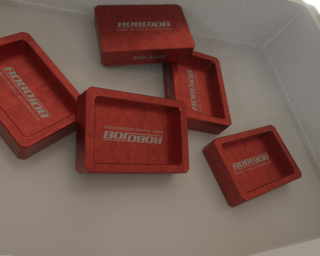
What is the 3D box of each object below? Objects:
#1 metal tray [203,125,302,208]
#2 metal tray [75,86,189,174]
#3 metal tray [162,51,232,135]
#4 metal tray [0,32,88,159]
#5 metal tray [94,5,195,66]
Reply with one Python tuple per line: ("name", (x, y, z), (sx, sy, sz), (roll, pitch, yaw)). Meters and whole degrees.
("metal tray", (0.135, 0.050, 0.446), (0.131, 0.030, 0.090), (-11, 68, -33))
("metal tray", (-0.028, 0.008, 0.358), (0.131, 0.030, 0.090), (6, 77, -33))
("metal tray", (0.053, -0.059, 0.468), (0.091, 0.030, 0.130), (10, 57, -23))
("metal tray", (-0.152, -0.041, 0.345), (0.130, 0.030, 0.091), (49, 51, 6))
("metal tray", (-0.024, -0.137, 0.450), (0.131, 0.030, 0.090), (-7, 61, -15))
